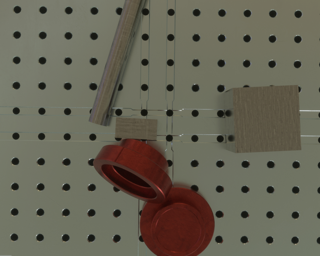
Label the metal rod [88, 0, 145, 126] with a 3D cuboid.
[{"bbox_3d":[-0.040,-0.148,0.412,0.025,0.025,0.298,17,90,0],"label":"metal rod"}]

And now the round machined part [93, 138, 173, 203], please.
[{"bbox_3d":[-0.029,0.050,0.383,0.098,0.098,0.042,30,62,0],"label":"round machined part"}]

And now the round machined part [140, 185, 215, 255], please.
[{"bbox_3d":[0.023,0.127,0.405,0.099,0.042,0.097,0,90,0],"label":"round machined part"}]

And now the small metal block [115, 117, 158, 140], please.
[{"bbox_3d":[-0.029,0.001,0.400,0.050,0.050,0.025,3,90,0],"label":"small metal block"}]

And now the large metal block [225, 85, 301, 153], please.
[{"bbox_3d":[0.130,-0.011,0.402,0.081,0.050,0.079,-3,90,0],"label":"large metal block"}]
